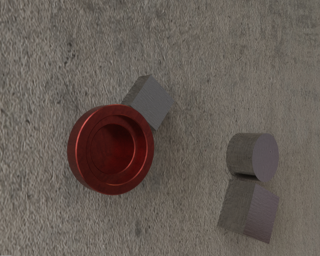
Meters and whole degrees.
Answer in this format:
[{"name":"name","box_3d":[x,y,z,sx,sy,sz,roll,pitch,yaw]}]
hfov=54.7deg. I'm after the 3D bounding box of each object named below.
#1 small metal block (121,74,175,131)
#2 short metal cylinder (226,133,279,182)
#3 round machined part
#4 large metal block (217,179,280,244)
[{"name":"small metal block","box_3d":[-0.016,-0.031,0.393,0.050,0.025,0.050,45,63,-31]},{"name":"short metal cylinder","box_3d":[0.157,0.048,0.524,0.081,0.050,0.079,0,90,-40]},{"name":"round machined part","box_3d":[-0.057,0.023,0.347,0.099,0.042,0.097,0,90,-40]},{"name":"large metal block","box_3d":[0.149,0.139,0.517,0.080,0.050,0.080,31,71,-36]}]
